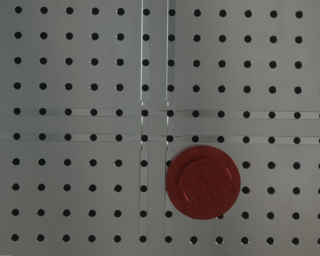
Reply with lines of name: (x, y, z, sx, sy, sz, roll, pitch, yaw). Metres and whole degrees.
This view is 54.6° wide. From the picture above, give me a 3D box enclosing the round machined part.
round machined part: (0.057, 0.072, 0.405, 0.099, 0.042, 0.097, 0, 90, 0)
